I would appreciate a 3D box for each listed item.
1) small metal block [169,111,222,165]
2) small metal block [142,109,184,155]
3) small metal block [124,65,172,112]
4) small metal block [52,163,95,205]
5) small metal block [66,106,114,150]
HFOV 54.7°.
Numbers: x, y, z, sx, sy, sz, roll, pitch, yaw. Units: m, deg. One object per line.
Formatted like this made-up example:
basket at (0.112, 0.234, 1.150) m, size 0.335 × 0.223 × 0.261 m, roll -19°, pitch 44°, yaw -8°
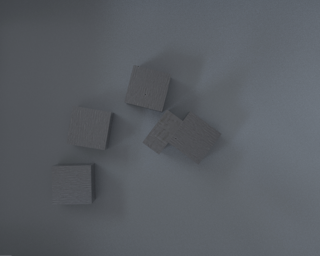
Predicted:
small metal block at (0.045, 0.013, 0.412) m, size 0.050 × 0.025 × 0.050 m, roll 37°, pitch 90°, yaw -1°
small metal block at (0.004, 0.005, 0.399) m, size 0.025 × 0.050 × 0.050 m, roll 37°, pitch 90°, yaw 0°
small metal block at (-0.016, -0.051, 0.411) m, size 0.050 × 0.025 × 0.050 m, roll 14°, pitch 90°, yaw -1°
small metal block at (-0.113, 0.073, 0.410) m, size 0.050 × 0.025 × 0.050 m, roll -1°, pitch 90°, yaw -1°
small metal block at (-0.092, 0.000, 0.410) m, size 0.050 × 0.025 × 0.050 m, roll 10°, pitch 90°, yaw -1°
